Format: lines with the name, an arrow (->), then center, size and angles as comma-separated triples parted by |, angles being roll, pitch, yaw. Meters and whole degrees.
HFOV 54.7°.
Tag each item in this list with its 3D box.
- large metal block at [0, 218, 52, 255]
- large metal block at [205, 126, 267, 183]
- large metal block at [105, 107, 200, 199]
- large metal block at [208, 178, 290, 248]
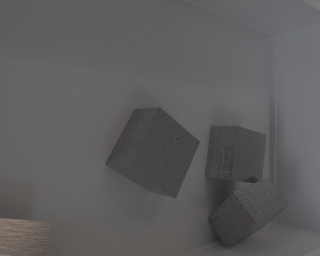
large metal block -> -0.140, 0.121, 0.251 | 0.080, 0.050, 0.080 | 20, 47, -38
large metal block -> 0.122, 0.043, 0.492 | 0.081, 0.050, 0.080 | 14, 81, -39
large metal block -> -0.007, 0.031, 0.385 | 0.080, 0.050, 0.080 | 39, 66, -33
large metal block -> 0.134, 0.128, 0.472 | 0.081, 0.079, 0.050 | -11, 52, -36
